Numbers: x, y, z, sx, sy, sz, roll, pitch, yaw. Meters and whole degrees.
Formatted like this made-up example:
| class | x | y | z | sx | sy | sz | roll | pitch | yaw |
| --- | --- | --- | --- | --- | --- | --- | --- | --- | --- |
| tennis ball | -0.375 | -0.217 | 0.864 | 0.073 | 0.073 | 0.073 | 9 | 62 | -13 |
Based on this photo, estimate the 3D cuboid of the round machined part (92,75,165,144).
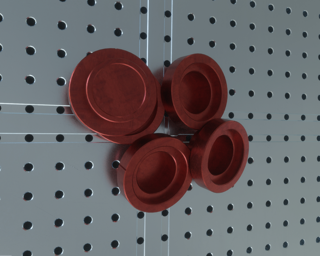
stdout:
| class | x | y | z | sx | sy | sz | roll | pitch | yaw |
| --- | --- | --- | --- | --- | --- | --- | --- | --- | --- |
| round machined part | -0.046 | -0.029 | 0.387 | 0.099 | 0.042 | 0.097 | 0 | 90 | -21 |

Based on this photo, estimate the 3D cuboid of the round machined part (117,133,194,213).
| class | x | y | z | sx | sy | sz | roll | pitch | yaw |
| --- | --- | --- | --- | --- | --- | --- | --- | --- | --- |
| round machined part | -0.009 | 0.053 | 0.392 | 0.099 | 0.042 | 0.097 | -9 | 109 | -28 |

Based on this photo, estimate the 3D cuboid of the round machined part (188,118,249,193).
| class | x | y | z | sx | sy | sz | roll | pitch | yaw |
| --- | --- | --- | --- | --- | --- | --- | --- | --- | --- |
| round machined part | 0.074 | 0.034 | 0.420 | 0.099 | 0.042 | 0.097 | -12 | 108 | -39 |

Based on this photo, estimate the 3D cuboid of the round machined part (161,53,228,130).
| class | x | y | z | sx | sy | sz | roll | pitch | yaw |
| --- | --- | --- | --- | --- | --- | --- | --- | --- | --- |
| round machined part | 0.041 | -0.046 | 0.410 | 0.099 | 0.042 | 0.097 | -1 | 92 | -37 |

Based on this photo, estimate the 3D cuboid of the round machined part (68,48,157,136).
| class | x | y | z | sx | sy | sz | roll | pitch | yaw |
| --- | --- | --- | --- | --- | --- | --- | --- | --- | --- |
| round machined part | -0.049 | -0.040 | 0.341 | 0.099 | 0.042 | 0.097 | 0 | 90 | -21 |
